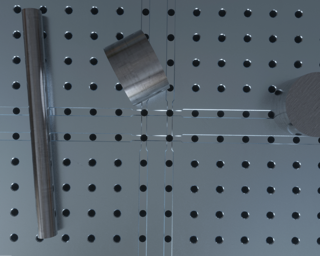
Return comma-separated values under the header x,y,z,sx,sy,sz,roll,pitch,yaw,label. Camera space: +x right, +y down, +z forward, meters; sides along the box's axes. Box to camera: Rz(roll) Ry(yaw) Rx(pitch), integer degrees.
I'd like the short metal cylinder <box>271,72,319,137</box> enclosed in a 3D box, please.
x,y,z,sx,sy,sz,roll,pitch,yaw,label
0.193,-0.029,0.402,0.081,0.050,0.080,0,90,0,short metal cylinder

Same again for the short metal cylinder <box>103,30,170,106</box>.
x,y,z,sx,sy,sz,roll,pitch,yaw,label
-0.028,-0.074,0.385,0.050,0.080,0.080,-27,90,0,short metal cylinder

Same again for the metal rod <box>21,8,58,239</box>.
x,y,z,sx,sy,sz,roll,pitch,yaw,label
-0.160,-0.006,0.411,0.025,0.025,0.298,-4,90,0,metal rod
